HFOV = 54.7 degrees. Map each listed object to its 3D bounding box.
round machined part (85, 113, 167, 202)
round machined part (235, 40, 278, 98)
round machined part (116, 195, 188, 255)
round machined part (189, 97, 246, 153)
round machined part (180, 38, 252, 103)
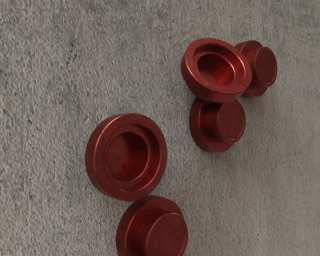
[{"bbox_3d":[-0.042,0.032,0.358,0.099,0.042,0.097,0,90,-40],"label":"round machined part"},{"bbox_3d":[0.165,-0.102,0.531,0.099,0.042,0.097,0,90,-40],"label":"round machined part"},{"bbox_3d":[-0.003,0.138,0.392,0.099,0.042,0.097,0,90,-40],"label":"round machined part"},{"bbox_3d":[0.094,-0.011,0.472,0.099,0.042,0.097,0,90,-40],"label":"round machined part"},{"bbox_3d":[0.075,-0.076,0.436,0.099,0.042,0.098,8,59,-14],"label":"round machined part"}]
